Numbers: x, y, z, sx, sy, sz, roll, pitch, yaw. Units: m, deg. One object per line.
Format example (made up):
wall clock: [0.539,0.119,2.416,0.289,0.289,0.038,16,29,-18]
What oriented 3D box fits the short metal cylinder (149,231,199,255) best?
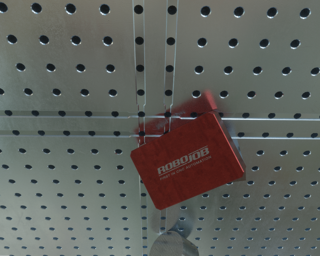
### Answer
short metal cylinder: [0.026,0.243,0.583,0.080,0.080,0.050,-32,124,23]

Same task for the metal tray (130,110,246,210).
metal tray: [0.035,0.044,0.414,0.130,0.030,0.090,-28,87,21]

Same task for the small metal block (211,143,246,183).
small metal block: [0.091,0.051,0.440,0.050,0.050,0.025,-9,130,7]
